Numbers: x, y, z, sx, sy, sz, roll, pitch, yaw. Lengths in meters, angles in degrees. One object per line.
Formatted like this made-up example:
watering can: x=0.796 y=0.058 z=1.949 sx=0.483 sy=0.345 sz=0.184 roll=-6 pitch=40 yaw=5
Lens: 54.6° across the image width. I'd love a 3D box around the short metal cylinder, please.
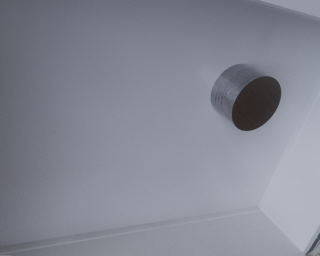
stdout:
short metal cylinder: x=0.118 y=-0.043 z=0.430 sx=0.081 sy=0.050 sz=0.080 roll=-14 pitch=124 yaw=-21
